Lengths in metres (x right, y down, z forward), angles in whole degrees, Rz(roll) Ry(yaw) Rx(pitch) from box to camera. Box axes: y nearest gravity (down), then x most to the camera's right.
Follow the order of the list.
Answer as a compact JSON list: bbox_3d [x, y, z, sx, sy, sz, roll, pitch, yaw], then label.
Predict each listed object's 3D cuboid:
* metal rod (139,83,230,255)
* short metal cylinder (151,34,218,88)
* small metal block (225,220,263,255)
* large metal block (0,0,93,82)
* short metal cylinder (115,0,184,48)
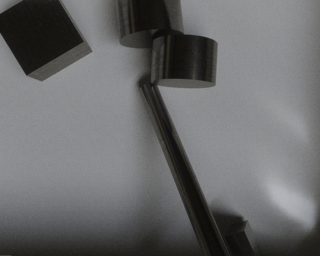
[{"bbox_3d":[0.035,0.072,0.349,0.025,0.025,0.299,-22,64,0],"label":"metal rod"},{"bbox_3d":[0.030,-0.079,0.384,0.081,0.080,0.050,3,90,-1],"label":"short metal cylinder"},{"bbox_3d":[0.108,0.151,0.394,0.025,0.050,0.050,-25,80,18],"label":"small metal block"},{"bbox_3d":[-0.147,-0.118,0.397,0.080,0.050,0.080,-31,90,0],"label":"large metal block"},{"bbox_3d":[-0.013,-0.134,0.384,0.081,0.080,0.050,-6,90,0],"label":"short metal cylinder"}]
